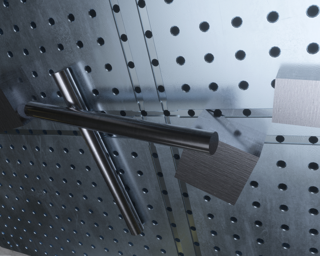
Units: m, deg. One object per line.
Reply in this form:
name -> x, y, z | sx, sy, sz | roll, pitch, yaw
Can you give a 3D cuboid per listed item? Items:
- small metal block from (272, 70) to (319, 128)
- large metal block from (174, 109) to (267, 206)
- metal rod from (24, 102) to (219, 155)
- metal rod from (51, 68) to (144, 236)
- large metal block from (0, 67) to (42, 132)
small metal block -> 0.144, -0.030, 0.316 | 0.050, 0.025, 0.050 | 8, 122, 24
large metal block -> 0.072, 0.035, 0.379 | 0.080, 0.050, 0.079 | 24, 127, 13
metal rod -> -0.071, -0.006, 0.398 | 0.300, 0.025, 0.025 | 10, 123, 31
metal rod -> -0.090, 0.049, 0.489 | 0.025, 0.025, 0.299 | -8, 115, 31
large metal block -> -0.245, -0.043, 0.498 | 0.080, 0.050, 0.080 | -12, 113, 33
